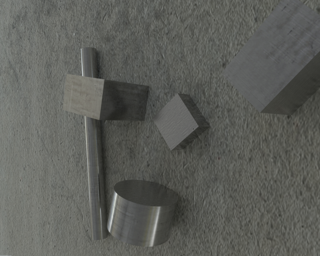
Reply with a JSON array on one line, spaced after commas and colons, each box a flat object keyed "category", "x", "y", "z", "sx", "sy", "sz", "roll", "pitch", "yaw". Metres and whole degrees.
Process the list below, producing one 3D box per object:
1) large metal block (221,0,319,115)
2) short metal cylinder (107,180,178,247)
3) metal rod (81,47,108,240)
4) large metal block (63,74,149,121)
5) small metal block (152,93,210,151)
[{"category": "large metal block", "x": 0.115, "y": -0.058, "z": 0.274, "sx": 0.080, "sy": 0.081, "sz": 0.050, "roll": -52, "pitch": 60, "yaw": 27}, {"category": "short metal cylinder", "x": -0.022, "y": 0.103, "z": 0.387, "sx": 0.080, "sy": 0.081, "sz": 0.050, "roll": 19, "pitch": 102, "yaw": 38}, {"category": "metal rod", "x": -0.105, "y": 0.022, "z": 0.491, "sx": 0.025, "sy": 0.025, "sz": 0.298, "roll": -7, "pitch": 86, "yaw": 40}, {"category": "large metal block", "x": -0.075, "y": -0.042, "z": 0.431, "sx": 0.080, "sy": 0.081, "sz": 0.050, "roll": 14, "pitch": 99, "yaw": 39}, {"category": "small metal block", "x": 0.025, "y": -0.007, "z": 0.384, "sx": 0.050, "sy": 0.025, "sz": 0.050, "roll": -44, "pitch": 64, "yaw": 31}]
